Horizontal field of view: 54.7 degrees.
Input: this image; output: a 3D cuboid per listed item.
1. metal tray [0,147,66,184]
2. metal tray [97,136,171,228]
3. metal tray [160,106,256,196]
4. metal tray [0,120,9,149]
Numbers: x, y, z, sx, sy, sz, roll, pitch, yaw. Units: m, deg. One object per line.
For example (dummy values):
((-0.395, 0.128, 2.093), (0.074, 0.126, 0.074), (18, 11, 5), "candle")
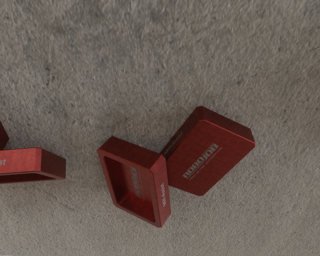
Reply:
((-0.206, 0.054, 0.417), (0.131, 0.030, 0.090), (-5, 164, 3), "metal tray")
((-0.034, 0.079, 0.442), (0.090, 0.030, 0.129), (18, 136, 26), "metal tray")
((0.057, 0.038, 0.438), (0.091, 0.030, 0.129), (23, 126, -19), "metal tray")
((-0.258, -0.020, 0.383), (0.091, 0.030, 0.129), (-3, 130, 2), "metal tray")
